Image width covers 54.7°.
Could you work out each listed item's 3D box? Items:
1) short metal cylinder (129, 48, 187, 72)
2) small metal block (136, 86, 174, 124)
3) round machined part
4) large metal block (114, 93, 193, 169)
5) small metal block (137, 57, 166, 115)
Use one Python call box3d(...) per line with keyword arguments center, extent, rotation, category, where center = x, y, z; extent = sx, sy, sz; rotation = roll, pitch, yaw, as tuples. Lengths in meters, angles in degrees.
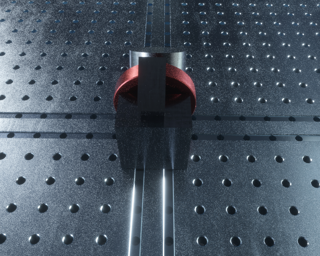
box3d(center=(-0.003, -0.086, 0.442), extent=(0.081, 0.050, 0.080), rotation=(1, 20, 0), category="short metal cylinder")
box3d(center=(-0.006, -0.033, 0.434), extent=(0.050, 0.025, 0.050), rotation=(1, 50, 0), category="small metal block")
box3d(center=(-0.006, -0.043, 0.383), extent=(0.099, 0.097, 0.042), rotation=(1, 50, 0), category="round machined part")
box3d(center=(-0.007, 0.006, 0.366), extent=(0.081, 0.080, 0.050), rotation=(1, 50, 0), category="large metal block")
box3d(center=(-0.007, -0.039, 0.306), extent=(0.025, 0.050, 0.050), rotation=(1, 88, 0), category="small metal block")
